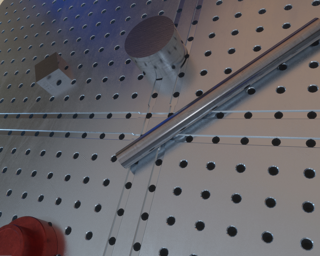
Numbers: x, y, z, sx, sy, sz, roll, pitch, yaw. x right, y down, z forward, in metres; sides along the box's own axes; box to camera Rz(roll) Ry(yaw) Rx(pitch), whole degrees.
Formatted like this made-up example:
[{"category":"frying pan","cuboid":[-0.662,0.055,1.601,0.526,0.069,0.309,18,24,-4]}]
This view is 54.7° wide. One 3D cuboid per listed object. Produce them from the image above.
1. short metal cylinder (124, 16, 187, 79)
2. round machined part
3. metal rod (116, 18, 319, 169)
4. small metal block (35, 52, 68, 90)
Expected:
[{"category":"short metal cylinder","cuboid":[-0.006,-0.122,0.469,0.080,0.050,0.080,-13,56,20]},{"category":"round machined part","cuboid":[-0.185,0.161,0.393,0.098,0.042,0.098,-13,56,20]},{"category":"metal rod","cuboid":[0.073,-0.041,0.393,0.300,0.025,0.025,-34,52,5]},{"category":"small metal block","cuboid":[-0.203,-0.106,0.577,0.050,0.025,0.050,-29,52,9]}]
